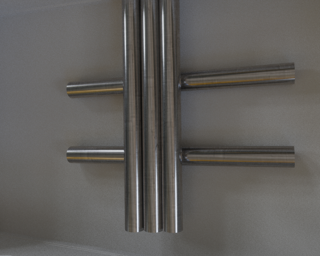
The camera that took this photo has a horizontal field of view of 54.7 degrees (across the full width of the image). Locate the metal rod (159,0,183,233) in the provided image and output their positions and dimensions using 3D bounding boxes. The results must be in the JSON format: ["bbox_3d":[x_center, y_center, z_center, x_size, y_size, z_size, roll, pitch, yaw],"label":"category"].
[{"bbox_3d":[0.013,-0.026,0.377,0.025,0.025,0.298,-1,90,20],"label":"metal rod"}]

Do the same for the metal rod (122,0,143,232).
[{"bbox_3d":[-0.034,-0.021,0.394,0.025,0.025,0.298,-1,90,20],"label":"metal rod"}]

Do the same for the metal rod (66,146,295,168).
[{"bbox_3d":[0.012,0.036,0.405,0.301,0.025,0.025,-1,90,19],"label":"metal rod"}]

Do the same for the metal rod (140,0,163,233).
[{"bbox_3d":[-0.010,-0.023,0.385,0.025,0.025,0.298,-1,90,20],"label":"metal rod"}]

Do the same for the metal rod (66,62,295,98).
[{"bbox_3d":[0.012,-0.059,0.405,0.301,0.025,0.025,-1,90,19],"label":"metal rod"}]
